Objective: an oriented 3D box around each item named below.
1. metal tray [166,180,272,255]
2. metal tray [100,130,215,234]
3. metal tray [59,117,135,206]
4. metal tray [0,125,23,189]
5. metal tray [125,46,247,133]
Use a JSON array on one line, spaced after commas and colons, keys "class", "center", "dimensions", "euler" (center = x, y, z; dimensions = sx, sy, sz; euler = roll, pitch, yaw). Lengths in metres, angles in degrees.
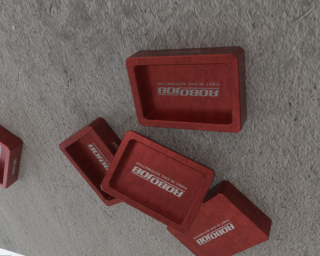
[{"class": "metal tray", "center": [0.081, 0.141, 0.448], "dimensions": [0.090, 0.030, 0.129], "euler": [43, 129, -2]}, {"class": "metal tray", "center": [-0.003, 0.069, 0.416], "dimensions": [0.130, 0.030, 0.090], "euler": [26, 90, 12]}, {"class": "metal tray", "center": [-0.087, 0.056, 0.483], "dimensions": [0.090, 0.030, 0.130], "euler": [-28, 104, 37]}, {"class": "metal tray", "center": [-0.319, 0.051, 0.603], "dimensions": [0.090, 0.030, 0.129], "euler": [33, 129, 6]}, {"class": "metal tray", "center": [0.030, -0.044, 0.360], "dimensions": [0.130, 0.030, 0.089], "euler": [4, 121, 26]}]
